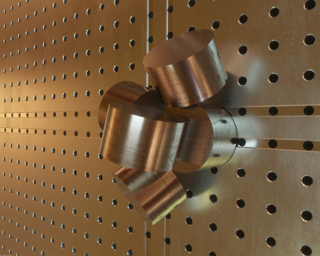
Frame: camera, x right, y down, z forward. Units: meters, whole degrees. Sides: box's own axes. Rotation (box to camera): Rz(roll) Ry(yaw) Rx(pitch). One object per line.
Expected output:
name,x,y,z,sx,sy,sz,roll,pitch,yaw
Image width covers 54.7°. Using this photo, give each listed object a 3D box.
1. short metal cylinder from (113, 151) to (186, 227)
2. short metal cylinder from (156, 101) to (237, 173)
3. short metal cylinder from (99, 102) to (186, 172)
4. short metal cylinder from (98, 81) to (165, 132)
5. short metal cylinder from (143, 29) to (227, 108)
short metal cylinder,-0.014,0.072,0.377,0.080,0.050,0.080,46,160,23
short metal cylinder,0.040,0.010,0.359,0.080,0.050,0.080,-1,88,40
short metal cylinder,-0.018,0.007,0.322,0.080,0.081,0.050,22,104,38
short metal cylinder,-0.032,-0.016,0.400,0.050,0.081,0.079,24,105,37
short metal cylinder,0.028,-0.066,0.341,0.080,0.080,0.050,3,132,40
